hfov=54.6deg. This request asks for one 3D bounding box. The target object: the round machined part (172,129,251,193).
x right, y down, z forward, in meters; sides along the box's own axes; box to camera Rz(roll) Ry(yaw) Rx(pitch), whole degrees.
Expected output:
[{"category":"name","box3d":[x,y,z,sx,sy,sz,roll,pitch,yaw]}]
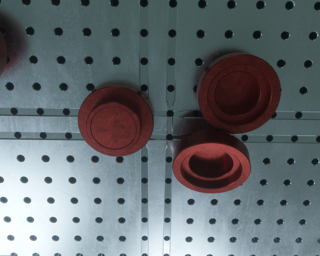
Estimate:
[{"category":"round machined part","box3d":[0.067,0.039,0.408,0.098,0.042,0.097,4,132,4]}]

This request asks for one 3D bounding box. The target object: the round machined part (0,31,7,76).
[{"category":"round machined part","box3d":[-0.231,-0.095,0.368,0.099,0.042,0.097,0,110,0]}]

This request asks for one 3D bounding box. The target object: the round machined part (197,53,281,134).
[{"category":"round machined part","box3d":[0.095,-0.045,0.388,0.099,0.042,0.097,0,110,0]}]

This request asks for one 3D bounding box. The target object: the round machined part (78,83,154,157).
[{"category":"round machined part","box3d":[-0.057,-0.006,0.402,0.099,0.042,0.097,0,110,0]}]
